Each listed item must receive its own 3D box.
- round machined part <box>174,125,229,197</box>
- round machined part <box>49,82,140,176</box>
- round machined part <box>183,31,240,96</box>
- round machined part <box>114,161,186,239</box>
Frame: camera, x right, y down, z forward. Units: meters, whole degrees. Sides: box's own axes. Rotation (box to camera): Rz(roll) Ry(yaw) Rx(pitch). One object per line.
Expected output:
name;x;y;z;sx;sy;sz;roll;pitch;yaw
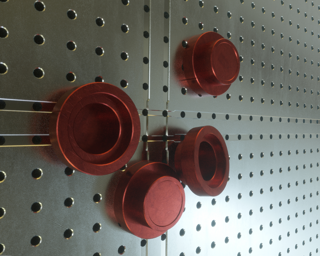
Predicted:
round machined part;0.057;0.047;0.439;0.099;0.042;0.098;15;71;-50
round machined part;-0.073;0.001;0.338;0.099;0.042;0.097;0;90;-40
round machined part;0.084;-0.098;0.471;0.099;0.042;0.097;0;91;-40
round machined part;-0.006;0.092;0.396;0.099;0.042;0.097;0;90;-40
